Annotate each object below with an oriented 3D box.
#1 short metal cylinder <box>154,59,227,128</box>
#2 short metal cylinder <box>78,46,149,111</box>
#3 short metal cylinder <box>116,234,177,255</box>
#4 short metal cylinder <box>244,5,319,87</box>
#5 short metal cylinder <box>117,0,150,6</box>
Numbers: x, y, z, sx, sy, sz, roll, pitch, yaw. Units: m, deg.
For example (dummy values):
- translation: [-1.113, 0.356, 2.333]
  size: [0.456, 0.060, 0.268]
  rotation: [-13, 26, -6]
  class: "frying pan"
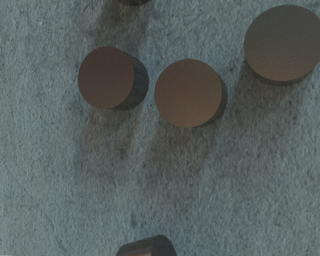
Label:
- translation: [0.039, -0.040, 0.381]
  size: [0.080, 0.050, 0.079]
  rotation: [0, 90, 19]
  class: "short metal cylinder"
- translation: [-0.061, -0.064, 0.416]
  size: [0.080, 0.050, 0.079]
  rotation: [0, 90, 19]
  class: "short metal cylinder"
- translation: [-0.013, 0.179, 0.384]
  size: [0.050, 0.080, 0.080]
  rotation: [-22, 83, 18]
  class: "short metal cylinder"
- translation: [0.137, -0.089, 0.347]
  size: [0.080, 0.050, 0.079]
  rotation: [0, 90, 19]
  class: "short metal cylinder"
- translation: [-0.042, -0.210, 0.410]
  size: [0.080, 0.050, 0.079]
  rotation: [0, 90, 19]
  class: "short metal cylinder"
